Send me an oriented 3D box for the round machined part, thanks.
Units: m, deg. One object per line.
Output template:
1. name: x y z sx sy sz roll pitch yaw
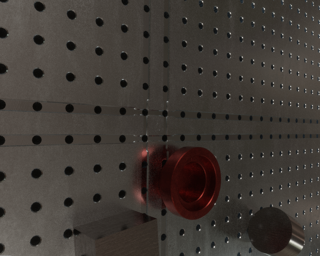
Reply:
1. round machined part: 0.038 0.074 0.432 0.099 0.042 0.097 0 90 -40

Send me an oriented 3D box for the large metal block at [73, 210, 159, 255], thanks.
1. large metal block: -0.048 0.148 0.355 0.081 0.050 0.079 -6 94 -40

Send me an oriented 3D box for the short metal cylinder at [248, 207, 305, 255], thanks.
1. short metal cylinder: 0.206 0.187 0.550 0.050 0.080 0.080 35 69 -35
